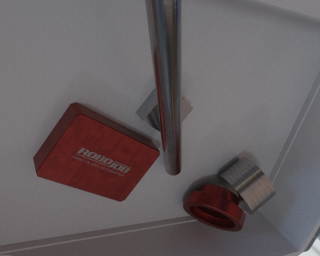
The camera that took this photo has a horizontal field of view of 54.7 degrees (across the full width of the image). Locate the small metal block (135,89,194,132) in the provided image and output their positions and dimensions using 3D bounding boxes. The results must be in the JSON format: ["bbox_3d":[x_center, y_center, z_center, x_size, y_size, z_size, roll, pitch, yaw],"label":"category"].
[{"bbox_3d":[0.006,-0.023,0.400,0.050,0.025,0.050,32,100,-39],"label":"small metal block"}]

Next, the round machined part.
[{"bbox_3d":[0.091,0.127,0.504,0.098,0.098,0.042,53,52,-40],"label":"round machined part"}]

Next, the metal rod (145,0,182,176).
[{"bbox_3d":[0.011,-0.018,0.333,0.025,0.025,0.299,-27,151,-12],"label":"metal rod"}]

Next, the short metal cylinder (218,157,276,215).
[{"bbox_3d":[0.142,0.095,0.511,0.050,0.080,0.080,-38,130,-7],"label":"short metal cylinder"}]

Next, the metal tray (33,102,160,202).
[{"bbox_3d":[-0.075,0.036,0.388,0.131,0.030,0.090,29,102,-38],"label":"metal tray"}]
